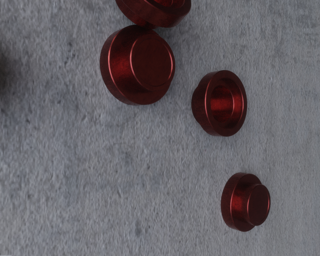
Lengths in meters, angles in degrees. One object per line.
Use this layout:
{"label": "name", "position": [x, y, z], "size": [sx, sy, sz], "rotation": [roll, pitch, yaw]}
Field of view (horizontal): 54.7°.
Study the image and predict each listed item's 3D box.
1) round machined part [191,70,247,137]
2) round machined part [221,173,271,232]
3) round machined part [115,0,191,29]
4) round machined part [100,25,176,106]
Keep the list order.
{"label": "round machined part", "position": [0.085, -0.036, 0.468], "size": [0.099, 0.042, 0.097], "rotation": [0, 90, -40]}
{"label": "round machined part", "position": [0.151, 0.126, 0.523], "size": [0.099, 0.042, 0.097], "rotation": [0, 90, -40]}
{"label": "round machined part", "position": [-0.014, -0.158, 0.367], "size": [0.099, 0.042, 0.098], "rotation": [20, 53, -28]}
{"label": "round machined part", "position": [-0.020, -0.077, 0.379], "size": [0.099, 0.042, 0.097], "rotation": [0, 90, -40]}
